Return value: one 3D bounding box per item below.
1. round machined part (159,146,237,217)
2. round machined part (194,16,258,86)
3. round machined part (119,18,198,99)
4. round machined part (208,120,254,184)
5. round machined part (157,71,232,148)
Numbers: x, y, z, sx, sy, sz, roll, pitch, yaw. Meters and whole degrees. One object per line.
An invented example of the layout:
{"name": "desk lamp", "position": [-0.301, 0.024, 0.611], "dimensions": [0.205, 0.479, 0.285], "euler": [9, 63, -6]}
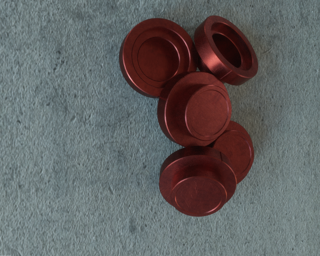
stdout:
{"name": "round machined part", "position": [0.048, 0.074, 0.393], "dimensions": [0.099, 0.042, 0.097], "euler": [1, 122, 2]}
{"name": "round machined part", "position": [0.083, -0.099, 0.418], "dimensions": [0.099, 0.042, 0.098], "euler": [20, 54, -29]}
{"name": "round machined part", "position": [-0.005, -0.087, 0.400], "dimensions": [0.099, 0.042, 0.097], "euler": [0, 90, -21]}
{"name": "round machined part", "position": [0.092, 0.037, 0.437], "dimensions": [0.099, 0.042, 0.097], "euler": [0, 90, -21]}
{"name": "round machined part", "position": [0.050, -0.021, 0.385], "dimensions": [0.099, 0.042, 0.097], "euler": [-6, 104, -27]}
